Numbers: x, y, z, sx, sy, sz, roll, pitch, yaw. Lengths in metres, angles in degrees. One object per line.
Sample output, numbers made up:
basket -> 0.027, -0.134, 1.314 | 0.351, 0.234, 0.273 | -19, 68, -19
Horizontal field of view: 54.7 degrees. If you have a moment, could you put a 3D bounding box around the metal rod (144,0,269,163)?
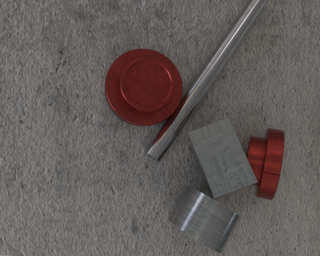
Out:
metal rod -> 0.073, -0.082, 0.435 | 0.025, 0.025, 0.300 | 38, 78, -16

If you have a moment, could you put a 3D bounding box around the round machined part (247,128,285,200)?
round machined part -> 0.142, 0.048, 0.433 | 0.042, 0.098, 0.097 | 10, 86, 16

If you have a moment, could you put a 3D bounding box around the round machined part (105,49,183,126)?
round machined part -> -0.018, -0.052, 0.387 | 0.099, 0.042, 0.097 | 1, 86, -14

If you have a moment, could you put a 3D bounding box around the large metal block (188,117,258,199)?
large metal block -> 0.075, 0.043, 0.388 | 0.050, 0.080, 0.080 | -21, 73, 1

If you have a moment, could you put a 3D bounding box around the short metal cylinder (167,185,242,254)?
short metal cylinder -> 0.057, 0.117, 0.400 | 0.080, 0.080, 0.050 | 35, 80, -17
